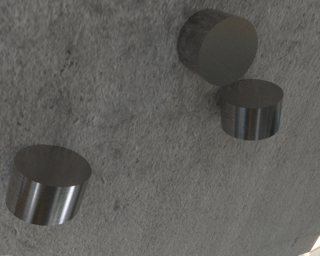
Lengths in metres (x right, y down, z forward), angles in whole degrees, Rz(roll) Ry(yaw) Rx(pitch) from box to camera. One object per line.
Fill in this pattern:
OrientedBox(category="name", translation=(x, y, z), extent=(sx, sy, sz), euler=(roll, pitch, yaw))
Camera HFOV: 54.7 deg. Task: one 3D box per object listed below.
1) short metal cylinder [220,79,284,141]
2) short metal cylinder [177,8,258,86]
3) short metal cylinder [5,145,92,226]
OrientedBox(category="short metal cylinder", translation=(0.124, -0.027, 0.425), extent=(0.081, 0.080, 0.050), euler=(-20, 126, -17))
OrientedBox(category="short metal cylinder", translation=(0.068, -0.097, 0.370), extent=(0.081, 0.050, 0.079), euler=(-14, 125, -21))
OrientedBox(category="short metal cylinder", translation=(-0.122, 0.060, 0.343), extent=(0.081, 0.080, 0.050), euler=(8, 114, -32))
